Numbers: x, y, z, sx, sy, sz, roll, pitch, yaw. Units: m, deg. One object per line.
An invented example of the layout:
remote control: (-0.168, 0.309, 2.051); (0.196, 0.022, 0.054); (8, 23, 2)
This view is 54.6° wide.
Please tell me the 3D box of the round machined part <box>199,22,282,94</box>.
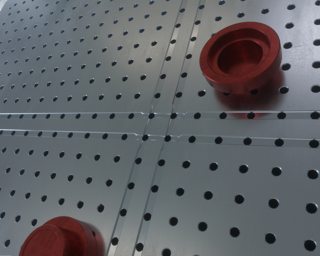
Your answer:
round machined part: (0.104, -0.084, 0.395); (0.098, 0.042, 0.098); (-13, 56, 21)

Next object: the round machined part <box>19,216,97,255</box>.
round machined part: (-0.129, 0.154, 0.372); (0.098, 0.042, 0.098); (-13, 56, 21)
